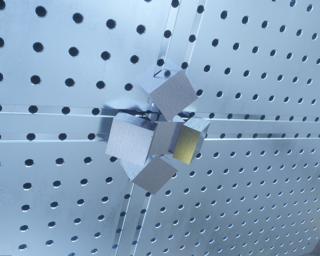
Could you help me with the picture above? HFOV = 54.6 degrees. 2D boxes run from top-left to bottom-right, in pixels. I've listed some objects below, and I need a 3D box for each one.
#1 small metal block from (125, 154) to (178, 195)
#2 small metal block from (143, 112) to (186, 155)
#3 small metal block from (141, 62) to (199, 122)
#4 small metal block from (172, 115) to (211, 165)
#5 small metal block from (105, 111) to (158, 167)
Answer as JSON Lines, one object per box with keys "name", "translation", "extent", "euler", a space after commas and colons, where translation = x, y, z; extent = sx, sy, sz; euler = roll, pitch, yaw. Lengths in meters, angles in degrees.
{"name": "small metal block", "translation": [-0.011, 0.061, 0.441], "extent": [0.050, 0.025, 0.050], "euler": [-47, 128, 5]}
{"name": "small metal block", "translation": [0.000, 0.008, 0.415], "extent": [0.050, 0.025, 0.050], "euler": [1, 117, -29]}
{"name": "small metal block", "translation": [0.013, -0.045, 0.390], "extent": [0.050, 0.025, 0.050], "euler": [-38, 129, -3]}
{"name": "small metal block", "translation": [0.044, 0.015, 0.426], "extent": [0.050, 0.025, 0.050], "euler": [-36, 146, -61]}
{"name": "small metal block", "translation": [-0.035, 0.013, 0.383], "extent": [0.050, 0.025, 0.050], "euler": [18, 114, 3]}
